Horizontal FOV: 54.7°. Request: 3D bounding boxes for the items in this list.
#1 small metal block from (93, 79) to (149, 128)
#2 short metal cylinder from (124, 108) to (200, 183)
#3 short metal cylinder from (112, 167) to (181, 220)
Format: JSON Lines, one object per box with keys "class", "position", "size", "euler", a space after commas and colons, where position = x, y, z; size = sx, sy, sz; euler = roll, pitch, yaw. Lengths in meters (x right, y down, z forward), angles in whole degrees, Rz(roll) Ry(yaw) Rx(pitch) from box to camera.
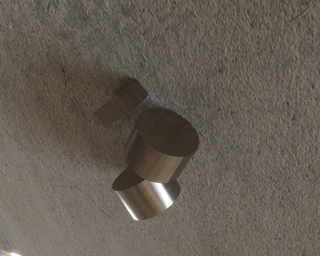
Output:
{"class": "small metal block", "position": [-0.049, -0.031, 0.396], "size": [0.050, 0.050, 0.025], "euler": [-30, 102, 37]}
{"class": "short metal cylinder", "position": [0.001, 0.021, 0.382], "size": [0.080, 0.080, 0.050], "euler": [33, 128, 6]}
{"class": "short metal cylinder", "position": [-0.018, 0.081, 0.429], "size": [0.080, 0.080, 0.050], "euler": [-19, 108, 35]}
